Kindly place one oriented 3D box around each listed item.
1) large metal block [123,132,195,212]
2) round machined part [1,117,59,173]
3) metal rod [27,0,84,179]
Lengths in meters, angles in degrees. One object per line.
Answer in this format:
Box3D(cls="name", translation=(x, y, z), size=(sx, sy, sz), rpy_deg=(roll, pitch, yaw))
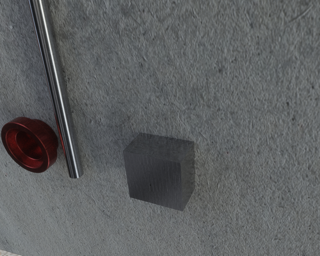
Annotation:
Box3D(cls="large metal block", translation=(0.001, 0.058, 0.425), size=(0.080, 0.050, 0.079), rpy_deg=(9, 123, 23))
Box3D(cls="round machined part", translation=(-0.212, 0.024, 0.519), size=(0.098, 0.042, 0.097), rpy_deg=(13, 124, 20))
Box3D(cls="metal rod", translation=(-0.148, -0.050, 0.451), size=(0.025, 0.025, 0.298), rpy_deg=(11, 123, 22))
